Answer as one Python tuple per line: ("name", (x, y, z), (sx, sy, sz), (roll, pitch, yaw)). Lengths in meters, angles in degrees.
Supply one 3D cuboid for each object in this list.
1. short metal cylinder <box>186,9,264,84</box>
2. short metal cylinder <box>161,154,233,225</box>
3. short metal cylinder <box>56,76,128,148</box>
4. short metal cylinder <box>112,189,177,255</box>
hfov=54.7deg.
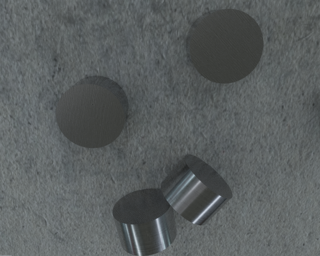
("short metal cylinder", (0.073, -0.096, 0.362), (0.081, 0.050, 0.079), (0, 110, -1))
("short metal cylinder", (0.048, 0.081, 0.411), (0.080, 0.080, 0.050), (35, 106, -13))
("short metal cylinder", (-0.082, -0.021, 0.388), (0.081, 0.050, 0.079), (0, 110, -1))
("short metal cylinder", (-0.020, 0.127, 0.427), (0.080, 0.080, 0.050), (-9, 110, 3))
